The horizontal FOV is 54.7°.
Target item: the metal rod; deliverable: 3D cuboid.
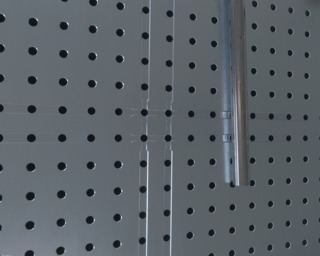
[{"bbox_3d":[0.115,-0.066,0.454,0.025,0.025,0.298,-2,91,-20],"label":"metal rod"}]
